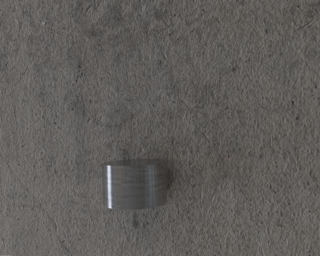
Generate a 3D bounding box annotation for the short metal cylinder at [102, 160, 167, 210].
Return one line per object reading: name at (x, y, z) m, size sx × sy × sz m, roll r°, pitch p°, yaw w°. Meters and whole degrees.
short metal cylinder at (-0.032, 0.068, 0.391) m, size 0.080 × 0.080 × 0.050 m, roll -2°, pitch 90°, yaw 20°
